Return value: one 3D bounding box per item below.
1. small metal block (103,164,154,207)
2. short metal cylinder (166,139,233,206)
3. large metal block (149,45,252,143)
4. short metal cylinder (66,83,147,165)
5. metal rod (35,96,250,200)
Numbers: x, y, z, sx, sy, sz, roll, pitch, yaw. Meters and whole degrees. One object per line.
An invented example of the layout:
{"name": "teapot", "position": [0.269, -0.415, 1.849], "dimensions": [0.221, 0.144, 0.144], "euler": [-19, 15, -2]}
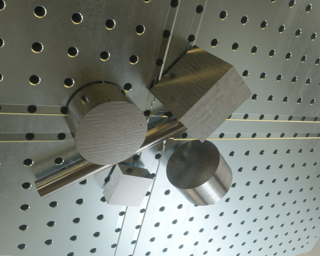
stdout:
{"name": "small metal block", "position": [-0.044, 0.081, 0.433], "dimensions": [0.050, 0.025, 0.050], "euler": [16, 110, -35]}
{"name": "short metal cylinder", "position": [0.056, 0.063, 0.441], "dimensions": [0.080, 0.080, 0.050], "euler": [-40, 130, -1]}
{"name": "large metal block", "position": [0.046, -0.043, 0.370], "dimensions": [0.080, 0.080, 0.050], "euler": [-45, 129, 3]}
{"name": "short metal cylinder", "position": [-0.061, -0.005, 0.354], "dimensions": [0.081, 0.050, 0.079], "euler": [-14, 124, -21]}
{"name": "metal rod", "position": [-0.013, 0.012, 0.407], "dimensions": [0.302, 0.025, 0.025], "euler": [-26, 128, -13]}
